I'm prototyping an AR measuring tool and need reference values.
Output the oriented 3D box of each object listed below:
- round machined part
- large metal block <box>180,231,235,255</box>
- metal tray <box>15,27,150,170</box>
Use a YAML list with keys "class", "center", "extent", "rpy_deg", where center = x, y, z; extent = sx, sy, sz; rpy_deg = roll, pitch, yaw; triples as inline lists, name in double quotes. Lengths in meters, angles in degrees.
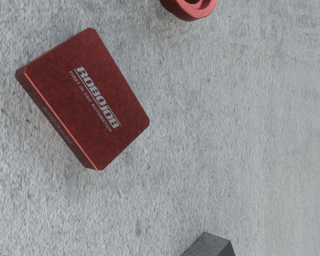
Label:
- class: "round machined part"
  center: [0.032, -0.195, 0.422]
  extent: [0.099, 0.042, 0.097]
  rpy_deg: [0, 90, -40]
- class: "large metal block"
  center: [0.070, 0.214, 0.451]
  extent: [0.081, 0.050, 0.080]
  rpy_deg: [-33, 111, -35]
- class: "metal tray"
  center: [-0.077, -0.030, 0.338]
  extent: [0.090, 0.030, 0.130]
  rpy_deg: [-45, 118, -31]
